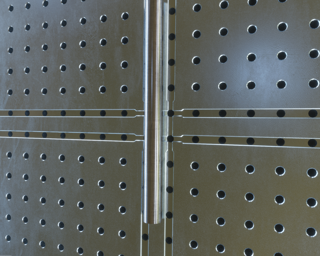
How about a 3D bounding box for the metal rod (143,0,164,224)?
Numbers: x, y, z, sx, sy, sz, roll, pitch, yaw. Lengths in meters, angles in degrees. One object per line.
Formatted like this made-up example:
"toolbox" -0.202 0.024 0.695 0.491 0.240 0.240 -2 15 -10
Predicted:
"metal rod" -0.009 -0.024 0.416 0.025 0.025 0.298 1 90 20
